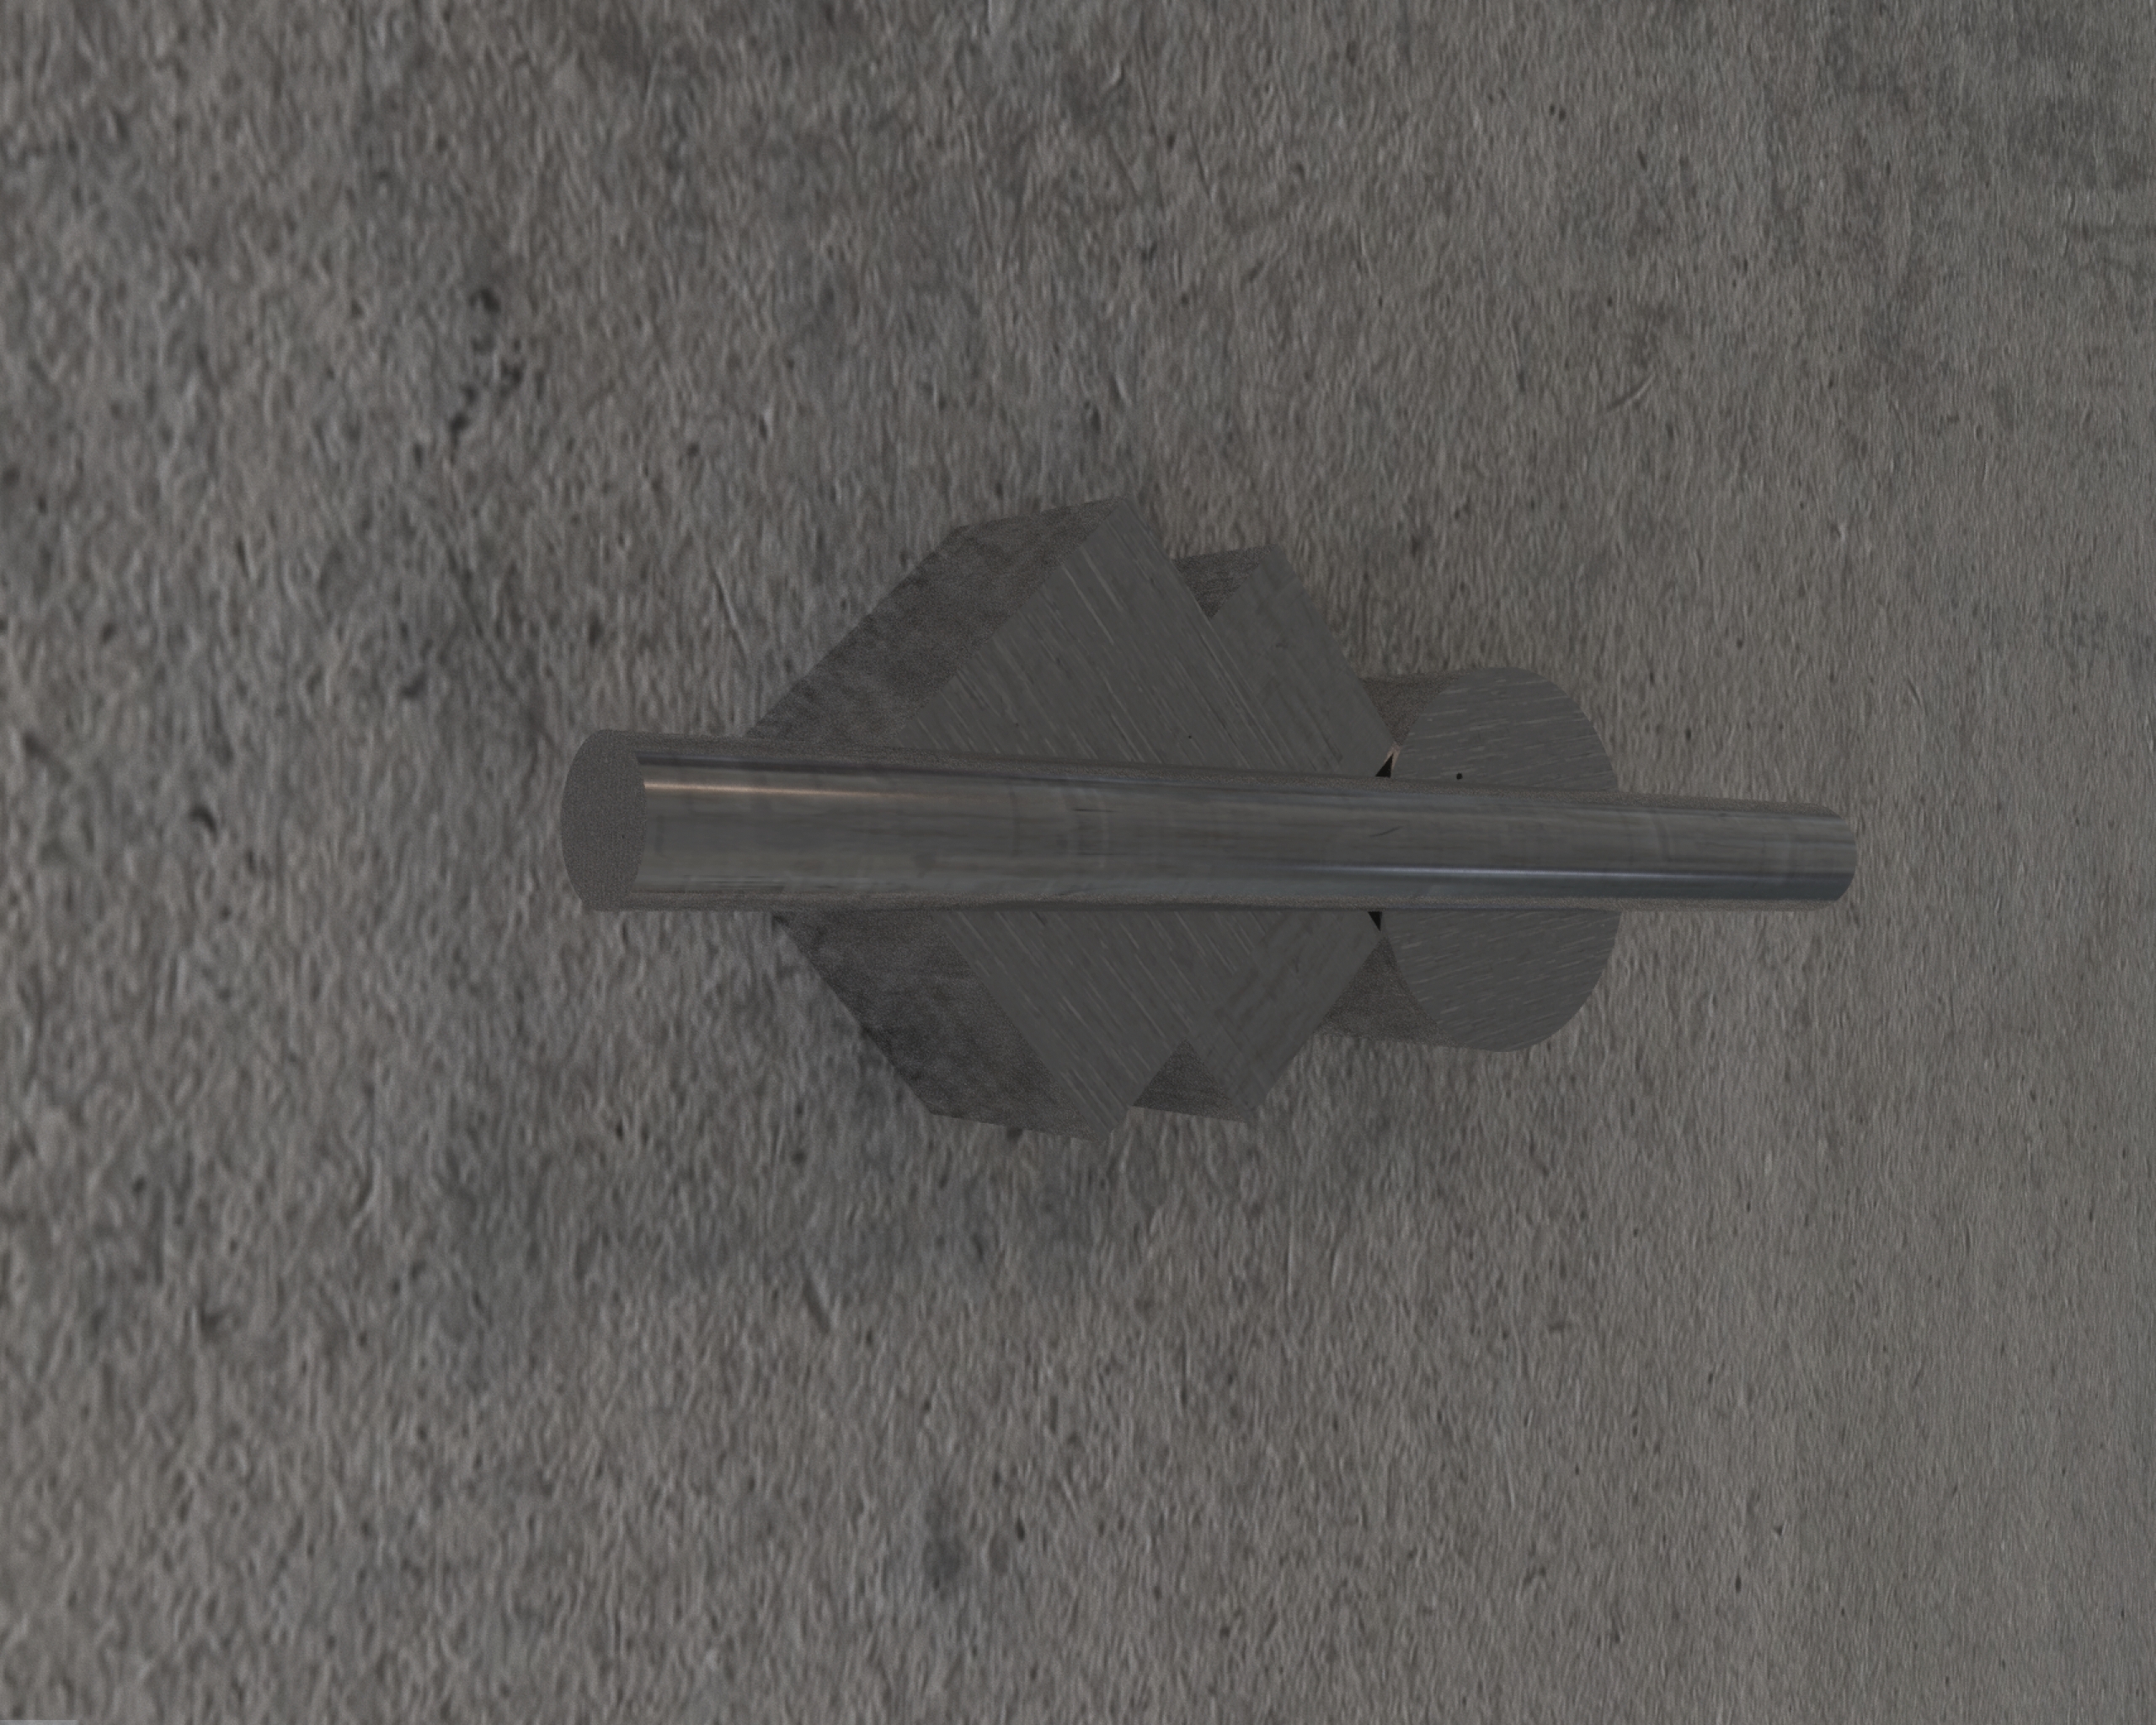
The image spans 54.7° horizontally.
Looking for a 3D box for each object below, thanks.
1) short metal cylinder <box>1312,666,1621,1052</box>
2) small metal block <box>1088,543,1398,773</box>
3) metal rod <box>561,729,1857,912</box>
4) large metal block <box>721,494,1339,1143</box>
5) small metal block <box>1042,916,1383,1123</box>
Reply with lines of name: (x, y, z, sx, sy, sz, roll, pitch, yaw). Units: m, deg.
short metal cylinder: (0.073, -0.001, 0.450, 0.081, 0.050, 0.080, 0, 90, -40)
small metal block: (0.027, -0.033, 0.413, 0.025, 0.050, 0.050, -50, 120, -28)
metal rod: (0.051, -0.003, 0.381, 0.302, 0.025, 0.025, 1, 90, -40)
large metal block: (-0.009, -0.008, 0.380, 0.080, 0.050, 0.080, -50, 119, -28)
small metal block: (0.023, 0.022, 0.410, 0.050, 0.050, 0.025, -50, 120, -28)
